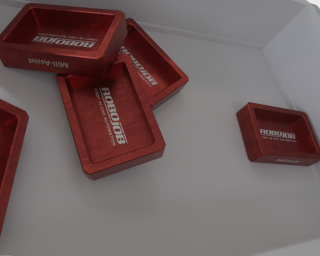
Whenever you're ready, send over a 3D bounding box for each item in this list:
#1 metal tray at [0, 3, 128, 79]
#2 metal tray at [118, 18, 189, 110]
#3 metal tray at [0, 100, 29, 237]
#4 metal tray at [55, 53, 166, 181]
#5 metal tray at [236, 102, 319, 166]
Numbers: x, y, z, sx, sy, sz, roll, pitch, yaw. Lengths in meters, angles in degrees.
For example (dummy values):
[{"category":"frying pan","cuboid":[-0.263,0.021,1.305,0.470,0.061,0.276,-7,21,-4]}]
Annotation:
[{"category":"metal tray","cuboid":[-0.114,-0.107,0.369,0.131,0.030,0.090,8,53,9]},{"category":"metal tray","cuboid":[-0.033,-0.090,0.438,0.130,0.030,0.091,47,51,5]},{"category":"metal tray","cuboid":[-0.174,0.027,0.267,0.090,0.030,0.130,33,45,-43]},{"category":"metal tray","cuboid":[-0.058,-0.016,0.358,0.091,0.030,0.130,-18,70,-10]},{"category":"metal tray","cuboid":[0.193,0.011,0.498,0.131,0.030,0.090,7,59,-25]}]
